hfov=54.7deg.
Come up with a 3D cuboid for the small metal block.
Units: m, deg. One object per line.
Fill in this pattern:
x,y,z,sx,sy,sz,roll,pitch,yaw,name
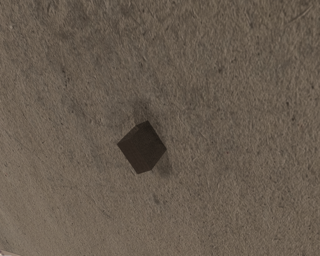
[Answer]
-0.023,0.025,0.417,0.025,0.050,0.050,-23,106,36,small metal block
